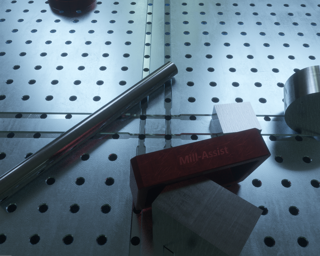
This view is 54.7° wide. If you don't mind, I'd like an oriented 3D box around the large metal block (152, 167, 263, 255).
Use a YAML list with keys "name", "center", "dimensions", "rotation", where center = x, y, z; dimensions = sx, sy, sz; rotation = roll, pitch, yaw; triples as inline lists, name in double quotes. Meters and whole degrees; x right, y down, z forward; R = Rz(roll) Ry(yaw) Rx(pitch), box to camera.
- name: "large metal block"
  center: [0.040, 0.093, 0.294]
  dimensions: [0.080, 0.080, 0.050]
  rotation: [29, 56, 22]

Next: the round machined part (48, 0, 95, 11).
- name: "round machined part"
  center: [-0.184, -0.283, 0.632]
  dimensions: [0.099, 0.042, 0.098]
  rotation: [0, 50, 0]

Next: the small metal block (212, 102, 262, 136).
- name: "small metal block"
  center: [0.101, -0.007, 0.415]
  dimensions: [0.050, 0.025, 0.050]
  rotation: [-5, 50, -5]

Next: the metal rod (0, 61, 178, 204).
- name: "metal rod"
  center: [-0.083, -0.009, 0.413]
  dimensions: [0.025, 0.025, 0.302]
  rotation: [35, 58, 25]

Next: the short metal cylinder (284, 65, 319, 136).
- name: "short metal cylinder"
  center: [0.205, -0.034, 0.403]
  dimensions: [0.080, 0.080, 0.050]
  rotation: [10, 51, 8]

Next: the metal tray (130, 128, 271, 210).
- name: "metal tray"
  center: [0.036, 0.045, 0.322]
  dimensions: [0.131, 0.090, 0.030]
  rotation: [-12, 65, -12]
